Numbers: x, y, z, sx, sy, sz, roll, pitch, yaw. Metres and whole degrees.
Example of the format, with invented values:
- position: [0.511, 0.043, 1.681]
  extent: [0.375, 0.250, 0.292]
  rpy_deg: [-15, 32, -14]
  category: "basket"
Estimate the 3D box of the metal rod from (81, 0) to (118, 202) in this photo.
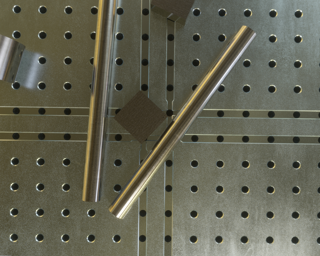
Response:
- position: [-0.079, -0.053, 0.412]
  extent: [0.025, 0.025, 0.298]
  rpy_deg: [5, 90, 0]
  category: "metal rod"

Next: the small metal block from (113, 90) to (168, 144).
- position: [-0.025, -0.014, 0.413]
  extent: [0.050, 0.025, 0.050]
  rpy_deg: [43, 90, 0]
  category: "small metal block"

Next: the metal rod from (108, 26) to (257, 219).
- position: [0.030, -0.008, 0.413]
  extent: [0.025, 0.025, 0.299]
  rpy_deg: [36, 90, 0]
  category: "metal rod"

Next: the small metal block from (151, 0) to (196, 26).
- position: [0.021, -0.173, 0.413]
  extent: [0.050, 0.025, 0.050]
  rpy_deg: [24, 90, 0]
  category: "small metal block"

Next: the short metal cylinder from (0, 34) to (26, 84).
- position: [-0.216, -0.091, 0.384]
  extent: [0.080, 0.080, 0.050]
  rpy_deg: [16, 90, 0]
  category: "short metal cylinder"
